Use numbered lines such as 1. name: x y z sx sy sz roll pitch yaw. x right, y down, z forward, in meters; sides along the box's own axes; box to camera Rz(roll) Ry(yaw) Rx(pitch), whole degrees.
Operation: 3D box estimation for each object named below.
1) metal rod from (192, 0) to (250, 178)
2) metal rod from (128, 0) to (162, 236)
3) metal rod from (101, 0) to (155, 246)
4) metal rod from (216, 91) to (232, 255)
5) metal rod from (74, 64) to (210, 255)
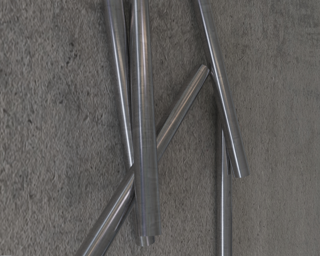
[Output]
1. metal rod: 0.088 -0.073 0.458 0.025 0.025 0.298 -17 95 -39
2. metal rod: -0.019 -0.039 0.343 0.025 0.025 0.299 9 70 -40
3. metal rod: -0.037 -0.004 0.373 0.025 0.025 0.298 -12 98 -39
4. metal rod: 0.102 0.091 0.489 0.025 0.025 0.298 0 90 -40
5. metal rod: -0.004 0.021 0.371 0.025 0.025 0.301 53 50 -27
